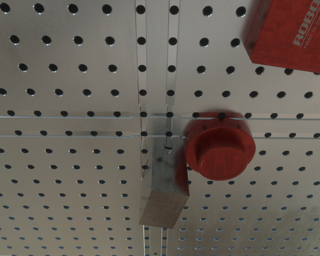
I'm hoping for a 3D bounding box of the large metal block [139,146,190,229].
[{"bbox_3d":[0.004,0.086,0.449,0.050,0.080,0.079,11,129,-9],"label":"large metal block"}]

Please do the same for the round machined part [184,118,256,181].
[{"bbox_3d":[0.084,0.036,0.432,0.099,0.042,0.097,0,130,0],"label":"round machined part"}]

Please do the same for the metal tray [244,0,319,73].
[{"bbox_3d":[0.150,-0.122,0.306,0.091,0.030,0.129,7,130,-6],"label":"metal tray"}]
